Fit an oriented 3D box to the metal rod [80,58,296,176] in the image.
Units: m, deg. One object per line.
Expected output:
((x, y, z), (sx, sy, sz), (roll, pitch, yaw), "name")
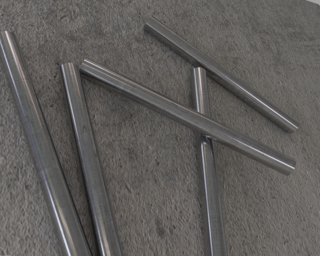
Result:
((0.037, -0.014, 0.405), (0.301, 0.025, 0.025), (26, 52, -2), "metal rod")

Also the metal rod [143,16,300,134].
((0.104, -0.085, 0.511), (0.301, 0.025, 0.025), (34, 51, -6), "metal rod")

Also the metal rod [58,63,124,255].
((-0.070, 0.058, 0.330), (0.025, 0.025, 0.299), (-5, 64, -30), "metal rod")

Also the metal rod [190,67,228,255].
((0.062, 0.041, 0.411), (0.025, 0.025, 0.299), (13, 56, -21), "metal rod")

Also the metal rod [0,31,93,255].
((-0.123, 0.022, 0.323), (0.025, 0.025, 0.299), (-13, 69, -34), "metal rod")
